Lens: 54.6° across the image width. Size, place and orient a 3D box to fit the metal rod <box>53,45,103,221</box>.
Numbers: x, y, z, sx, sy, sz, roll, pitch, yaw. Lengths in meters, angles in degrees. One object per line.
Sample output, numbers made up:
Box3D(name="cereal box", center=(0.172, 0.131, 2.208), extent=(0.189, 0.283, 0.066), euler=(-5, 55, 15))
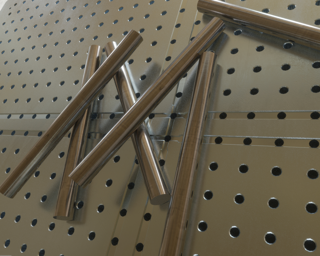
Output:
Box3D(name="metal rod", center=(-0.121, -0.011, 0.479), extent=(0.025, 0.025, 0.300), euler=(-11, 57, 22))

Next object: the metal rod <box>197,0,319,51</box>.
Box3D(name="metal rod", center=(0.163, -0.128, 0.401), extent=(0.025, 0.025, 0.300), euler=(-49, 51, -6))

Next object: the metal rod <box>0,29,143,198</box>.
Box3D(name="metal rod", center=(-0.126, -0.027, 0.458), extent=(0.025, 0.025, 0.300), euler=(30, 78, 38))

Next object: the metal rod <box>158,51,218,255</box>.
Box3D(name="metal rod", center=(0.036, 0.033, 0.370), extent=(0.025, 0.025, 0.300), euler=(0, 61, 28))

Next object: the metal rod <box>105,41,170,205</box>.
Box3D(name="metal rod", center=(-0.041, -0.029, 0.448), extent=(0.025, 0.025, 0.300), euler=(-29, 52, 10))

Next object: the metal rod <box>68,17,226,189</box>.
Box3D(name="metal rod", center=(-0.007, -0.044, 0.414), extent=(0.025, 0.025, 0.301), euler=(27, 69, 37))
